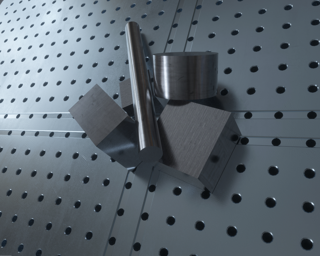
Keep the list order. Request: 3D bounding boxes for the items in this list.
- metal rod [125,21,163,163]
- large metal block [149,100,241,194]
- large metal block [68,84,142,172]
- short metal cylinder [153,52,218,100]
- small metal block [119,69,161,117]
[{"bbox_3d":[-0.029,-0.073,0.428,0.025,0.025,0.300,-25,41,13],"label":"metal rod"},{"bbox_3d":[0.036,0.018,0.361,0.080,0.050,0.080,19,72,35],"label":"large metal block"},{"bbox_3d":[-0.060,0.000,0.402,0.050,0.080,0.080,-45,51,-3],"label":"large metal block"},{"bbox_3d":[0.032,-0.068,0.388,0.080,0.081,0.050,9,110,32],"label":"short metal cylinder"},{"bbox_3d":[-0.030,-0.051,0.454,0.050,0.025,0.050,-22,54,14],"label":"small metal block"}]
